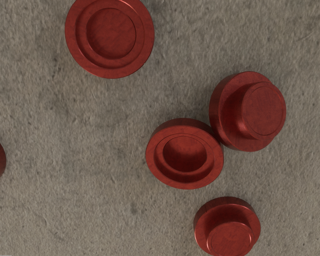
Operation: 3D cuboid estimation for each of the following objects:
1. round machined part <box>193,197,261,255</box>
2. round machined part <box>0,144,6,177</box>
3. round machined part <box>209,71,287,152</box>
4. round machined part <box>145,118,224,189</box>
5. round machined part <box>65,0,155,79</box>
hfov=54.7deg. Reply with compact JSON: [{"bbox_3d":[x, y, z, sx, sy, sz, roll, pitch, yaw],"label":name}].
[{"bbox_3d":[0.101,0.155,0.459,0.099,0.042,0.097,0,110,-1],"label":"round machined part"},{"bbox_3d":[-0.265,0.047,0.414,0.099,0.042,0.097,0,110,-1],"label":"round machined part"},{"bbox_3d":[0.111,-0.020,0.372,0.099,0.042,0.097,0,91,-26],"label":"round machined part"},{"bbox_3d":[0.033,0.029,0.405,0.099,0.042,0.097,4,120,8],"label":"round machined part"},{"bbox_3d":[-0.055,-0.109,0.360,0.099,0.042,0.097,0,110,-1],"label":"round machined part"}]
